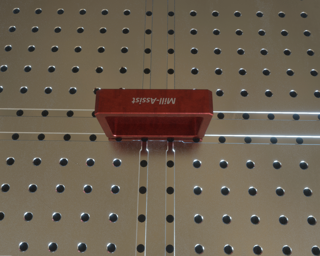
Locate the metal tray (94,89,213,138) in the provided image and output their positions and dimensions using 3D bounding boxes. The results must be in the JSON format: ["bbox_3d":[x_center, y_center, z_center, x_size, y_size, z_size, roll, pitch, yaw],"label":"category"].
[{"bbox_3d":[-0.006,-0.015,0.382,0.131,0.090,0.030,0,70,0],"label":"metal tray"}]
